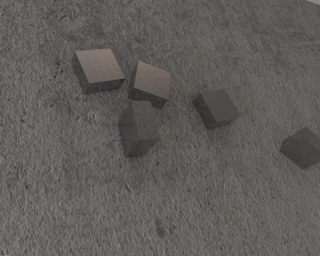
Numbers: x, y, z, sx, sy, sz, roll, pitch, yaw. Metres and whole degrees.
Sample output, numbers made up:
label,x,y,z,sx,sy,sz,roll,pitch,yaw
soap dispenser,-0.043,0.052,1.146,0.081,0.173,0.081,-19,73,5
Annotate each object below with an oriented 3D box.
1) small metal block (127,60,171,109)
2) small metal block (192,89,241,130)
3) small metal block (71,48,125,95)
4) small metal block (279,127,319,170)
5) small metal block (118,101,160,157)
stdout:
label,x,y,z,sx,sy,sz,roll,pitch,yaw
small metal block,-0.014,-0.060,0.432,0.050,0.025,0.050,18,55,-18
small metal block,0.085,-0.029,0.467,0.050,0.025,0.050,-14,69,-34
small metal block,-0.081,-0.075,0.405,0.050,0.025,0.050,-15,70,-34
small metal block,0.229,0.033,0.490,0.050,0.050,0.025,39,51,-2
small metal block,-0.027,0.002,0.372,0.025,0.050,0.050,0,62,-28
